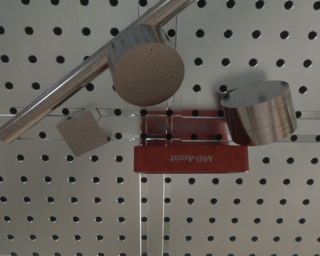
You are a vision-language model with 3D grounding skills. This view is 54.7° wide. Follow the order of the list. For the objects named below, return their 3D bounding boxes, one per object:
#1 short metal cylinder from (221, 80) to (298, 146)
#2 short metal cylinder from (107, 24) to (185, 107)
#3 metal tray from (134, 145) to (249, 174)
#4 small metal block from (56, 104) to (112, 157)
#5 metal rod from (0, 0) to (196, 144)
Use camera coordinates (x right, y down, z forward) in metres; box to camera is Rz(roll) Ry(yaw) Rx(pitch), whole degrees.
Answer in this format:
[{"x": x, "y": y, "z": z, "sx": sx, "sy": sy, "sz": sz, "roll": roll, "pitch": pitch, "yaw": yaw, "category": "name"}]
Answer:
[{"x": 0.120, "y": -0.019, "z": 0.378, "sx": 0.080, "sy": 0.080, "sz": 0.050, "roll": -19, "pitch": 109, "yaw": 6, "category": "short metal cylinder"}, {"x": -0.018, "y": -0.072, "z": 0.358, "sx": 0.081, "sy": 0.050, "sz": 0.079, "roll": -10, "pitch": 131, "yaw": -11, "category": "short metal cylinder"}, {"x": 0.036, "y": 0.042, "z": 0.392, "sx": 0.131, "sy": 0.090, "sz": 0.030, "roll": 0, "pitch": 80, "yaw": 0, "category": "metal tray"}, {"x": -0.101, "y": 0.004, "z": 0.414, "sx": 0.050, "sy": 0.025, "sz": 0.050, "roll": -25, "pitch": 109, "yaw": 8, "category": "small metal block"}, {"x": -0.087, "y": -0.073, "z": 0.385, "sx": 0.300, "sy": 0.025, "sz": 0.025, "roll": -35, "pitch": 107, "yaw": 11, "category": "metal rod"}]
